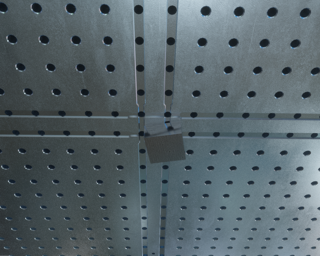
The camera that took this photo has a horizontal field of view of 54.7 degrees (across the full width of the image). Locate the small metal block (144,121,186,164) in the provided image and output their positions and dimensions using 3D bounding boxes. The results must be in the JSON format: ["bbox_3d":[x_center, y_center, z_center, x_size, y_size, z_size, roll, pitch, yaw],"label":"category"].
[{"bbox_3d":[0.007,0.021,0.430,0.050,0.025,0.050,-7,130,5],"label":"small metal block"}]
